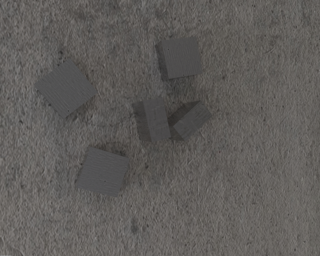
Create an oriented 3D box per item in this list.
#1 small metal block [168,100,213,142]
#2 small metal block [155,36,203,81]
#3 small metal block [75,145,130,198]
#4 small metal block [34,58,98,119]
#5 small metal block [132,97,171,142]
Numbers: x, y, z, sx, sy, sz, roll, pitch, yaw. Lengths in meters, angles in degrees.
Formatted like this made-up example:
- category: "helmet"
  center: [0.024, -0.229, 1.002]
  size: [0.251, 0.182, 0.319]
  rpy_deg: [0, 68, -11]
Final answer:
- category: "small metal block"
  center: [0.033, -0.009, 0.408]
  size: [0.050, 0.050, 0.025]
  rpy_deg: [-42, 104, -15]
- category: "small metal block"
  center: [0.026, -0.093, 0.418]
  size: [0.050, 0.025, 0.050]
  rpy_deg: [-13, 94, -20]
- category: "small metal block"
  center: [-0.071, 0.053, 0.383]
  size: [0.050, 0.025, 0.050]
  rpy_deg: [20, 84, -19]
- category: "small metal block"
  center: [-0.111, -0.046, 0.368]
  size: [0.050, 0.025, 0.050]
  rpy_deg: [-42, 103, -15]
- category: "small metal block"
  center: [-0.012, -0.010, 0.391]
  size: [0.025, 0.050, 0.050]
  rpy_deg: [-14, 95, -20]
